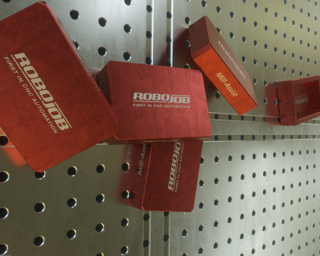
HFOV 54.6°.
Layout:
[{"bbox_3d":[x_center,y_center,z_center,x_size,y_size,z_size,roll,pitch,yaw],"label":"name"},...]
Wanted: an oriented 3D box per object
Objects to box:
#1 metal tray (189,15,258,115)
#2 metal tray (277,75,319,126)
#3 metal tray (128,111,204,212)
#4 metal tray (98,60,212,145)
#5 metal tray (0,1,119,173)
[{"bbox_3d":[0.093,-0.090,0.453,0.130,0.030,0.090,42,32,-32],"label":"metal tray"},{"bbox_3d":[0.297,-0.060,0.652,0.131,0.030,0.090,-15,99,-39],"label":"metal tray"},{"bbox_3d":[0.012,0.044,0.415,0.091,0.030,0.129,15,81,-39],"label":"metal tray"},{"bbox_3d":[-0.003,-0.028,0.374,0.131,0.030,0.090,-1,76,-30],"label":"metal tray"},{"bbox_3d":[-0.108,-0.034,0.284,0.090,0.030,0.130,-28,111,-1],"label":"metal tray"}]
